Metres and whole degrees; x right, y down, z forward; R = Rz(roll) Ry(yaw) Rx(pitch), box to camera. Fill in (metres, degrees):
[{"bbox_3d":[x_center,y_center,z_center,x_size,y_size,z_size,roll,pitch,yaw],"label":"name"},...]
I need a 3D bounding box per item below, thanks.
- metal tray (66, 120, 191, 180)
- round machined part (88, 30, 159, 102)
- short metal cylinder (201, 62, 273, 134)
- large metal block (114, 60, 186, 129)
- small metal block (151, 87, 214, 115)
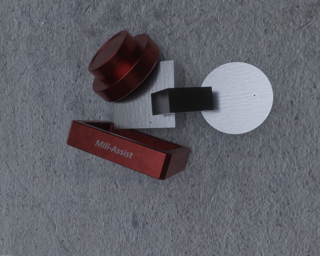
[{"bbox_3d":[-0.036,0.023,0.388,0.130,0.090,0.030,18,96,19],"label":"metal tray"},{"bbox_3d":[-0.051,-0.083,0.389,0.098,0.098,0.042,-38,122,16],"label":"round machined part"},{"bbox_3d":[0.091,-0.033,0.366,0.080,0.050,0.080,0,90,20],"label":"short metal cylinder"},{"bbox_3d":[-0.012,-0.040,0.402,0.080,0.050,0.080,-2,90,20],"label":"large metal block"},{"bbox_3d":[0.023,-0.029,0.340,0.050,0.050,0.025,-5,91,-22],"label":"small metal block"}]
